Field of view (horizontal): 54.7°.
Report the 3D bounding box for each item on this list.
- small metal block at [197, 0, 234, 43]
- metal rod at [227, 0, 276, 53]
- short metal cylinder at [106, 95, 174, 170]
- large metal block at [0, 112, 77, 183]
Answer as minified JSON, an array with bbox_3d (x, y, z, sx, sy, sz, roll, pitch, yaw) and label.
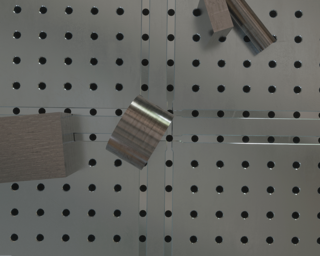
[{"bbox_3d":[0.070,-0.144,0.401,0.025,0.050,0.050,-17,90,0],"label":"small metal block"},{"bbox_3d":[0.052,-0.227,0.413,0.025,0.025,0.300,-38,90,0],"label":"metal rod"},{"bbox_3d":[-0.024,0.005,0.386,0.050,0.080,0.080,31,90,0],"label":"short metal cylinder"},{"bbox_3d":[-0.158,0.024,0.400,0.080,0.050,0.080,-5,90,0],"label":"large metal block"}]
